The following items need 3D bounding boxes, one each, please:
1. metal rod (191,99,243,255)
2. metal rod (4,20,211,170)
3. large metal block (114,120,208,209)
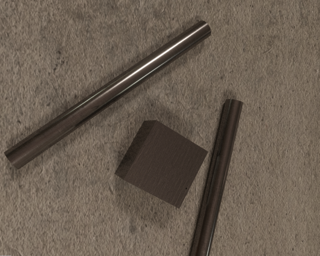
[{"bbox_3d":[0.073,0.106,0.437,0.025,0.025,0.298,15,85,-20],"label":"metal rod"},{"bbox_3d":[-0.052,-0.051,0.390,0.301,0.025,0.025,-37,103,-16],"label":"metal rod"},{"bbox_3d":[0.001,0.045,0.397,0.080,0.050,0.080,32,80,-18],"label":"large metal block"}]
